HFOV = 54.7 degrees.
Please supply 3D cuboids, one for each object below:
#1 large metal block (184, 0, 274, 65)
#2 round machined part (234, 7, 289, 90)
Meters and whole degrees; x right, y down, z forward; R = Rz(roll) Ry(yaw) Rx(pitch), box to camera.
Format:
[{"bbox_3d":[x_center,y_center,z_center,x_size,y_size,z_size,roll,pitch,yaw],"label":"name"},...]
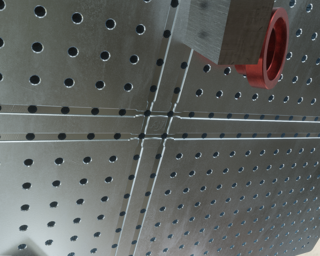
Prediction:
[{"bbox_3d":[0.072,-0.120,0.338,0.050,0.080,0.079,-5,121,-22],"label":"large metal block"},{"bbox_3d":[0.126,-0.099,0.389,0.099,0.042,0.097,-26,122,-50],"label":"round machined part"}]
